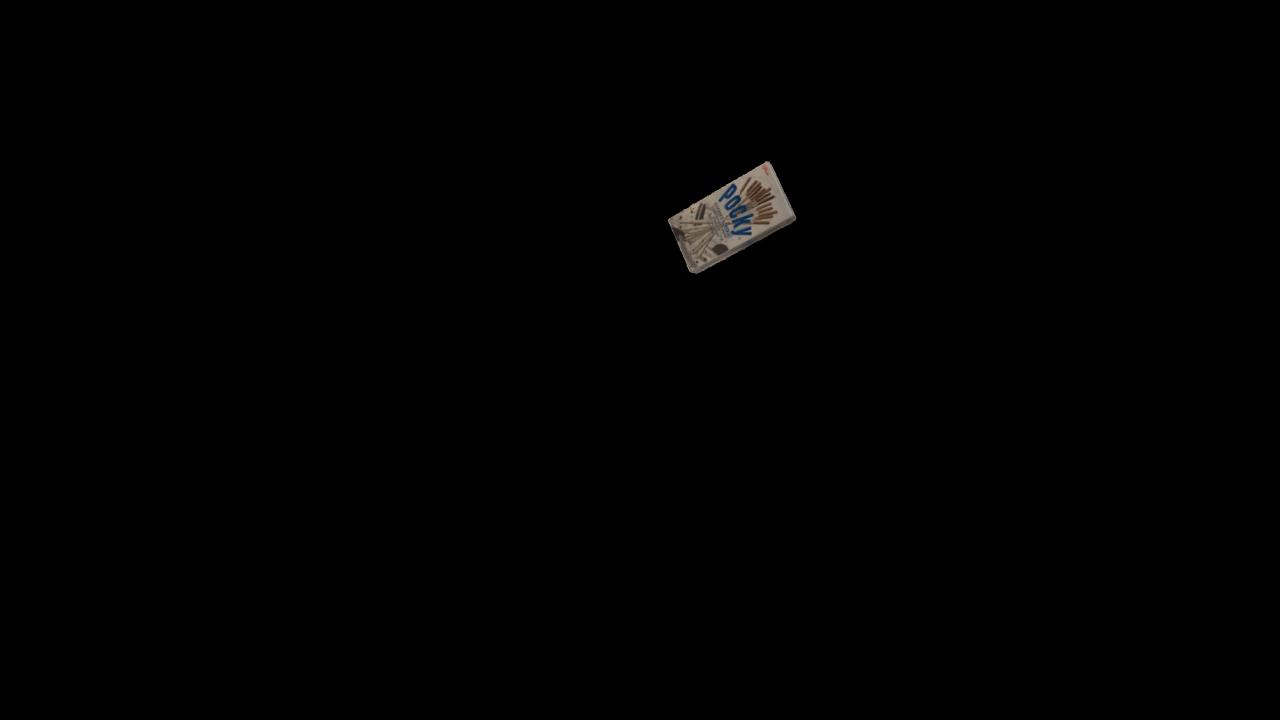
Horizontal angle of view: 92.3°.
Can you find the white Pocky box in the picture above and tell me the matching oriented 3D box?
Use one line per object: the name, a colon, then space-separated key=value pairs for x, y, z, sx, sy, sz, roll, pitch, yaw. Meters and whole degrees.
white Pocky box: x=0.119 y=-0.185 z=0.815 sx=0.154 sy=0.084 sz=0.028 roll=-26 pitch=-10 yaw=25
